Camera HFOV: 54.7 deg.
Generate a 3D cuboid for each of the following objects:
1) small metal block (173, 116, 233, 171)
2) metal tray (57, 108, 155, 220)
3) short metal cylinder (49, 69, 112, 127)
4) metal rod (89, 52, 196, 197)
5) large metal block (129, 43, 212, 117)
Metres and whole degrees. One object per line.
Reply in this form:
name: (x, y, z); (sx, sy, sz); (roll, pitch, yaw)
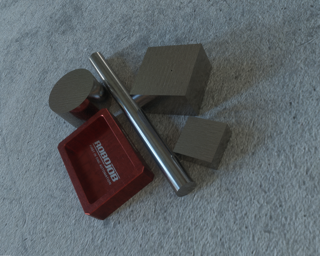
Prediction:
small metal block: (0.051, 0.017, 0.368); (0.050, 0.025, 0.050); (14, 69, 33)
metal tray: (-0.077, 0.043, 0.414); (0.090, 0.030, 0.130); (-39, 51, 1)
short metal cylinder: (-0.122, -0.045, 0.479); (0.080, 0.050, 0.080); (-13, 56, 20)
metal rod: (-0.040, -0.025, 0.440); (0.025, 0.025, 0.300); (-38, 51, 2)
large metal block: (0.017, -0.064, 0.419); (0.080, 0.050, 0.080); (5, 64, 30)
